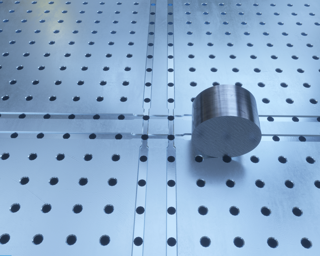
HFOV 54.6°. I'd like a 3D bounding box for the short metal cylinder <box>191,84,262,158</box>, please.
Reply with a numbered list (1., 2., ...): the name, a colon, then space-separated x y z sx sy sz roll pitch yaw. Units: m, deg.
1. short metal cylinder: 0.079 -0.007 0.378 0.080 0.080 0.050 3 50 3
